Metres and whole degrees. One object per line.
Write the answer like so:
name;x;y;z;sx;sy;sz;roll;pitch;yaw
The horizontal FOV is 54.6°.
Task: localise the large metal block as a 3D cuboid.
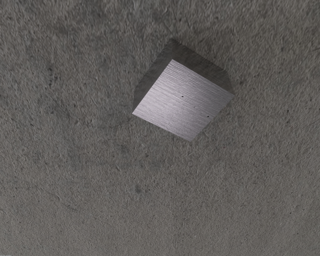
large metal block;0.024;-0.041;0.356;0.080;0.050;0.080;26;125;-21
